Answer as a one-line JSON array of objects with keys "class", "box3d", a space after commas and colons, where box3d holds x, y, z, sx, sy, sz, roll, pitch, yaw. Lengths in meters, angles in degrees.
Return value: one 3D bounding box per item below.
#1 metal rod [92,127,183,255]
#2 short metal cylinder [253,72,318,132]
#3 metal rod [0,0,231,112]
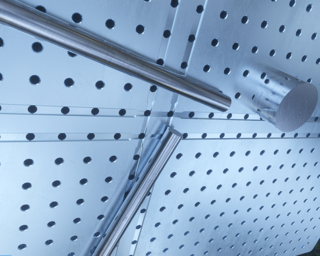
[{"class": "metal rod", "box3d": [-0.052, 0.130, 0.463, 0.025, 0.025, 0.298, 19, 108, -36]}, {"class": "short metal cylinder", "box3d": [0.191, -0.040, 0.474, 0.081, 0.050, 0.079, -14, 124, -21]}, {"class": "metal rod", "box3d": [-0.027, -0.070, 0.352, 0.302, 0.025, 0.025, 17, 110, -35]}]
